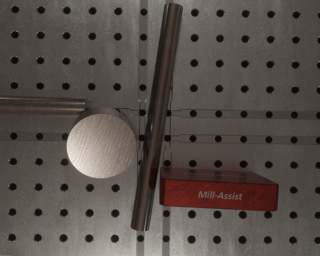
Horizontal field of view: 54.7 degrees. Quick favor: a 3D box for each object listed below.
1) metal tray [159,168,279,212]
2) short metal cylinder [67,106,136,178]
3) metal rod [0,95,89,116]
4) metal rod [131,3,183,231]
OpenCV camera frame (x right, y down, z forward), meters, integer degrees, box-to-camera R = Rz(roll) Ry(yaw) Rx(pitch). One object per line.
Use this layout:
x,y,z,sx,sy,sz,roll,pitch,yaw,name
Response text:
0.065,0.073,0.381,0.131,0.090,0.030,3,90,-1,metal tray
-0.073,0.016,0.389,0.081,0.050,0.079,-3,104,-10,short metal cylinder
-0.248,-0.032,0.410,0.302,0.025,0.025,2,90,-1,metal rod
-0.004,-0.014,0.413,0.025,0.025,0.298,9,90,-1,metal rod
